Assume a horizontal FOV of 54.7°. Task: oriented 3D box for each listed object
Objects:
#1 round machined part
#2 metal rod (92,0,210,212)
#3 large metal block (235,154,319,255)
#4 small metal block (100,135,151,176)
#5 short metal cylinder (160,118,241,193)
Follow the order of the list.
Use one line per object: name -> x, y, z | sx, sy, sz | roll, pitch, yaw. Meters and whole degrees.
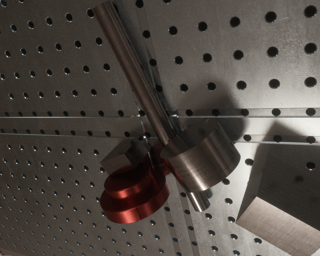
round machined part -> -0.039, 0.084, 0.435 | 0.098, 0.098, 0.042 | -7, 115, 31
metal rod -> -0.003, -0.015, 0.402 | 0.025, 0.025, 0.299 | -15, 111, 34
large metal block -> 0.142, 0.088, 0.355 | 0.080, 0.080, 0.050 | 29, 128, 10
small metal block -> -0.049, 0.040, 0.444 | 0.050, 0.050, 0.025 | -22, 107, 36
short metal cylinder -> 0.047, 0.031, 0.369 | 0.080, 0.080, 0.050 | -25, 105, 36
